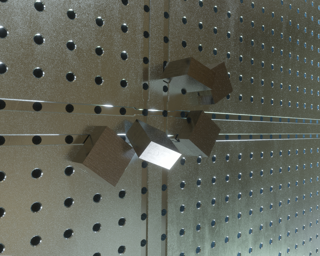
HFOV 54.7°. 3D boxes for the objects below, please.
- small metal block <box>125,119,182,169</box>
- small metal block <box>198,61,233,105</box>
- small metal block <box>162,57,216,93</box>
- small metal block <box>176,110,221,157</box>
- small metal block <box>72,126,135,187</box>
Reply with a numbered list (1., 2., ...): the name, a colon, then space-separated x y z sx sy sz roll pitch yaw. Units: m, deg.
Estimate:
1. small metal block: -0.009 0.020 0.384 0.050 0.050 0.025 26 108 -37
2. small metal block: 0.083 -0.069 0.481 0.050 0.025 0.050 -34 112 -35
3. small metal block: 0.040 -0.072 0.428 0.050 0.050 0.025 23 76 -38
4. small metal block: 0.059 0.009 0.461 0.050 0.025 0.050 41 65 -33
5. small metal block: -0.063 0.032 0.358 0.050 0.025 0.050 44 63 -31
